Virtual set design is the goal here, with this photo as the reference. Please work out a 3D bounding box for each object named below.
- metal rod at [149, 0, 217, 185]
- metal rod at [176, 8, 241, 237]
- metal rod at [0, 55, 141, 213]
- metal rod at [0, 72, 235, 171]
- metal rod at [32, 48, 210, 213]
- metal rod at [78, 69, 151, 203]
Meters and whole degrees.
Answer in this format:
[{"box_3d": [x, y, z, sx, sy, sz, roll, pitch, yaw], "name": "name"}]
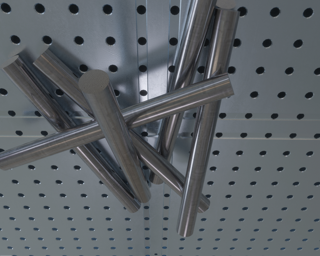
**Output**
[{"box_3d": [0.022, -0.035, 0.381, 0.025, 0.025, 0.298, 8, 130, -7], "name": "metal rod"}, {"box_3d": [0.052, 0.014, 0.378, 0.025, 0.025, 0.298, 5, 116, -4], "name": "metal rod"}, {"box_3d": [-0.106, 0.029, 0.435, 0.025, 0.025, 0.299, -20, 128, 16], "name": "metal rod"}, {"box_3d": [-0.065, -0.001, 0.359, 0.300, 0.025, 0.025, -18, 128, 16], "name": "metal rod"}, {"box_3d": [-0.034, 0.018, 0.401, 0.025, 0.025, 0.300, -34, 115, 25], "name": "metal rod"}, {"box_3d": [-0.040, 0.037, 0.378, 0.025, 0.025, 0.299, -4, 150, 3], "name": "metal rod"}]
